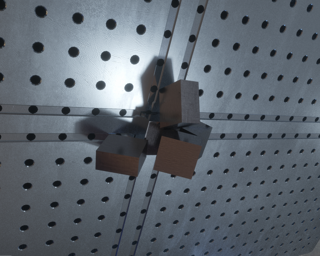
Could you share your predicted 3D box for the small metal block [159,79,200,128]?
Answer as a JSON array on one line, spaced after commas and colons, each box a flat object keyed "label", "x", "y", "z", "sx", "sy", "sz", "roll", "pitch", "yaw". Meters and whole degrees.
[{"label": "small metal block", "x": 0.023, "y": -0.027, "z": 0.377, "sx": 0.025, "sy": 0.050, "sz": 0.050, "roll": 3, "pitch": 81, "yaw": -29}]

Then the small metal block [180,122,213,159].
[{"label": "small metal block", "x": 0.045, "y": 0.021, "z": 0.434, "sx": 0.050, "sy": 0.025, "sz": 0.050, "roll": -22, "pitch": 134, "yaw": -55}]

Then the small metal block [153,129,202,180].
[{"label": "small metal block", "x": 0.023, "y": 0.032, "z": 0.395, "sx": 0.050, "sy": 0.025, "sz": 0.050, "roll": 14, "pitch": 115, "yaw": 1}]

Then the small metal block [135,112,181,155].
[{"label": "small metal block", "x": -0.003, "y": 0.009, "z": 0.414, "sx": 0.050, "sy": 0.025, "sz": 0.050, "roll": 2, "pitch": 117, "yaw": -29}]

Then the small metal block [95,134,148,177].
[{"label": "small metal block", "x": -0.045, "y": 0.032, "z": 0.376, "sx": 0.050, "sy": 0.050, "sz": 0.025, "roll": 9, "pitch": 113, "yaw": 6}]
